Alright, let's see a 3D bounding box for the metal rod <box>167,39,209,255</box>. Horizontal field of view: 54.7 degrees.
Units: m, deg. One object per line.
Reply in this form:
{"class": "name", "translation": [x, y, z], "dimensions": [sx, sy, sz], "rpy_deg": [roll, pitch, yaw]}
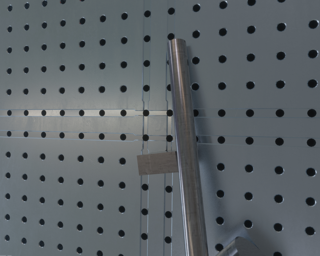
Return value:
{"class": "metal rod", "translation": [0.032, 0.033, 0.364], "dimensions": [0.025, 0.025, 0.299], "rpy_deg": [-10, 73, 19]}

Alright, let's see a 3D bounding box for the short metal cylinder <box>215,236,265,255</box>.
{"class": "short metal cylinder", "translation": [0.097, 0.172, 0.349], "dimensions": [0.080, 0.080, 0.050], "rpy_deg": [46, 104, 14]}

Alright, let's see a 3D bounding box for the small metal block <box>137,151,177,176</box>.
{"class": "small metal block", "translation": [0.005, 0.043, 0.398], "dimensions": [0.050, 0.050, 0.025], "rpy_deg": [-8, 88, 20]}
